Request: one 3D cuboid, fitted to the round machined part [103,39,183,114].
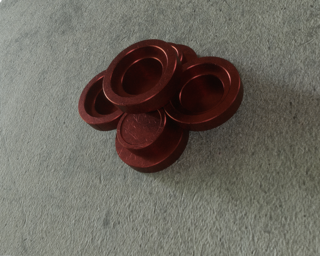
[{"bbox_3d":[-0.018,-0.059,0.384,0.098,0.042,0.098,-13,57,21],"label":"round machined part"}]

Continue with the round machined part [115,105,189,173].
[{"bbox_3d":[-0.016,0.005,0.398,0.098,0.042,0.098,-13,56,20],"label":"round machined part"}]

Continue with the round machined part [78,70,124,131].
[{"bbox_3d":[-0.066,-0.038,0.450,0.098,0.042,0.098,-13,56,20],"label":"round machined part"}]

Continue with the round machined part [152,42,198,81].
[{"bbox_3d":[0.007,-0.082,0.440,0.098,0.042,0.098,-13,56,20],"label":"round machined part"}]

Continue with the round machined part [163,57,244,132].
[{"bbox_3d":[0.055,-0.038,0.388,0.098,0.042,0.098,-13,56,20],"label":"round machined part"}]
